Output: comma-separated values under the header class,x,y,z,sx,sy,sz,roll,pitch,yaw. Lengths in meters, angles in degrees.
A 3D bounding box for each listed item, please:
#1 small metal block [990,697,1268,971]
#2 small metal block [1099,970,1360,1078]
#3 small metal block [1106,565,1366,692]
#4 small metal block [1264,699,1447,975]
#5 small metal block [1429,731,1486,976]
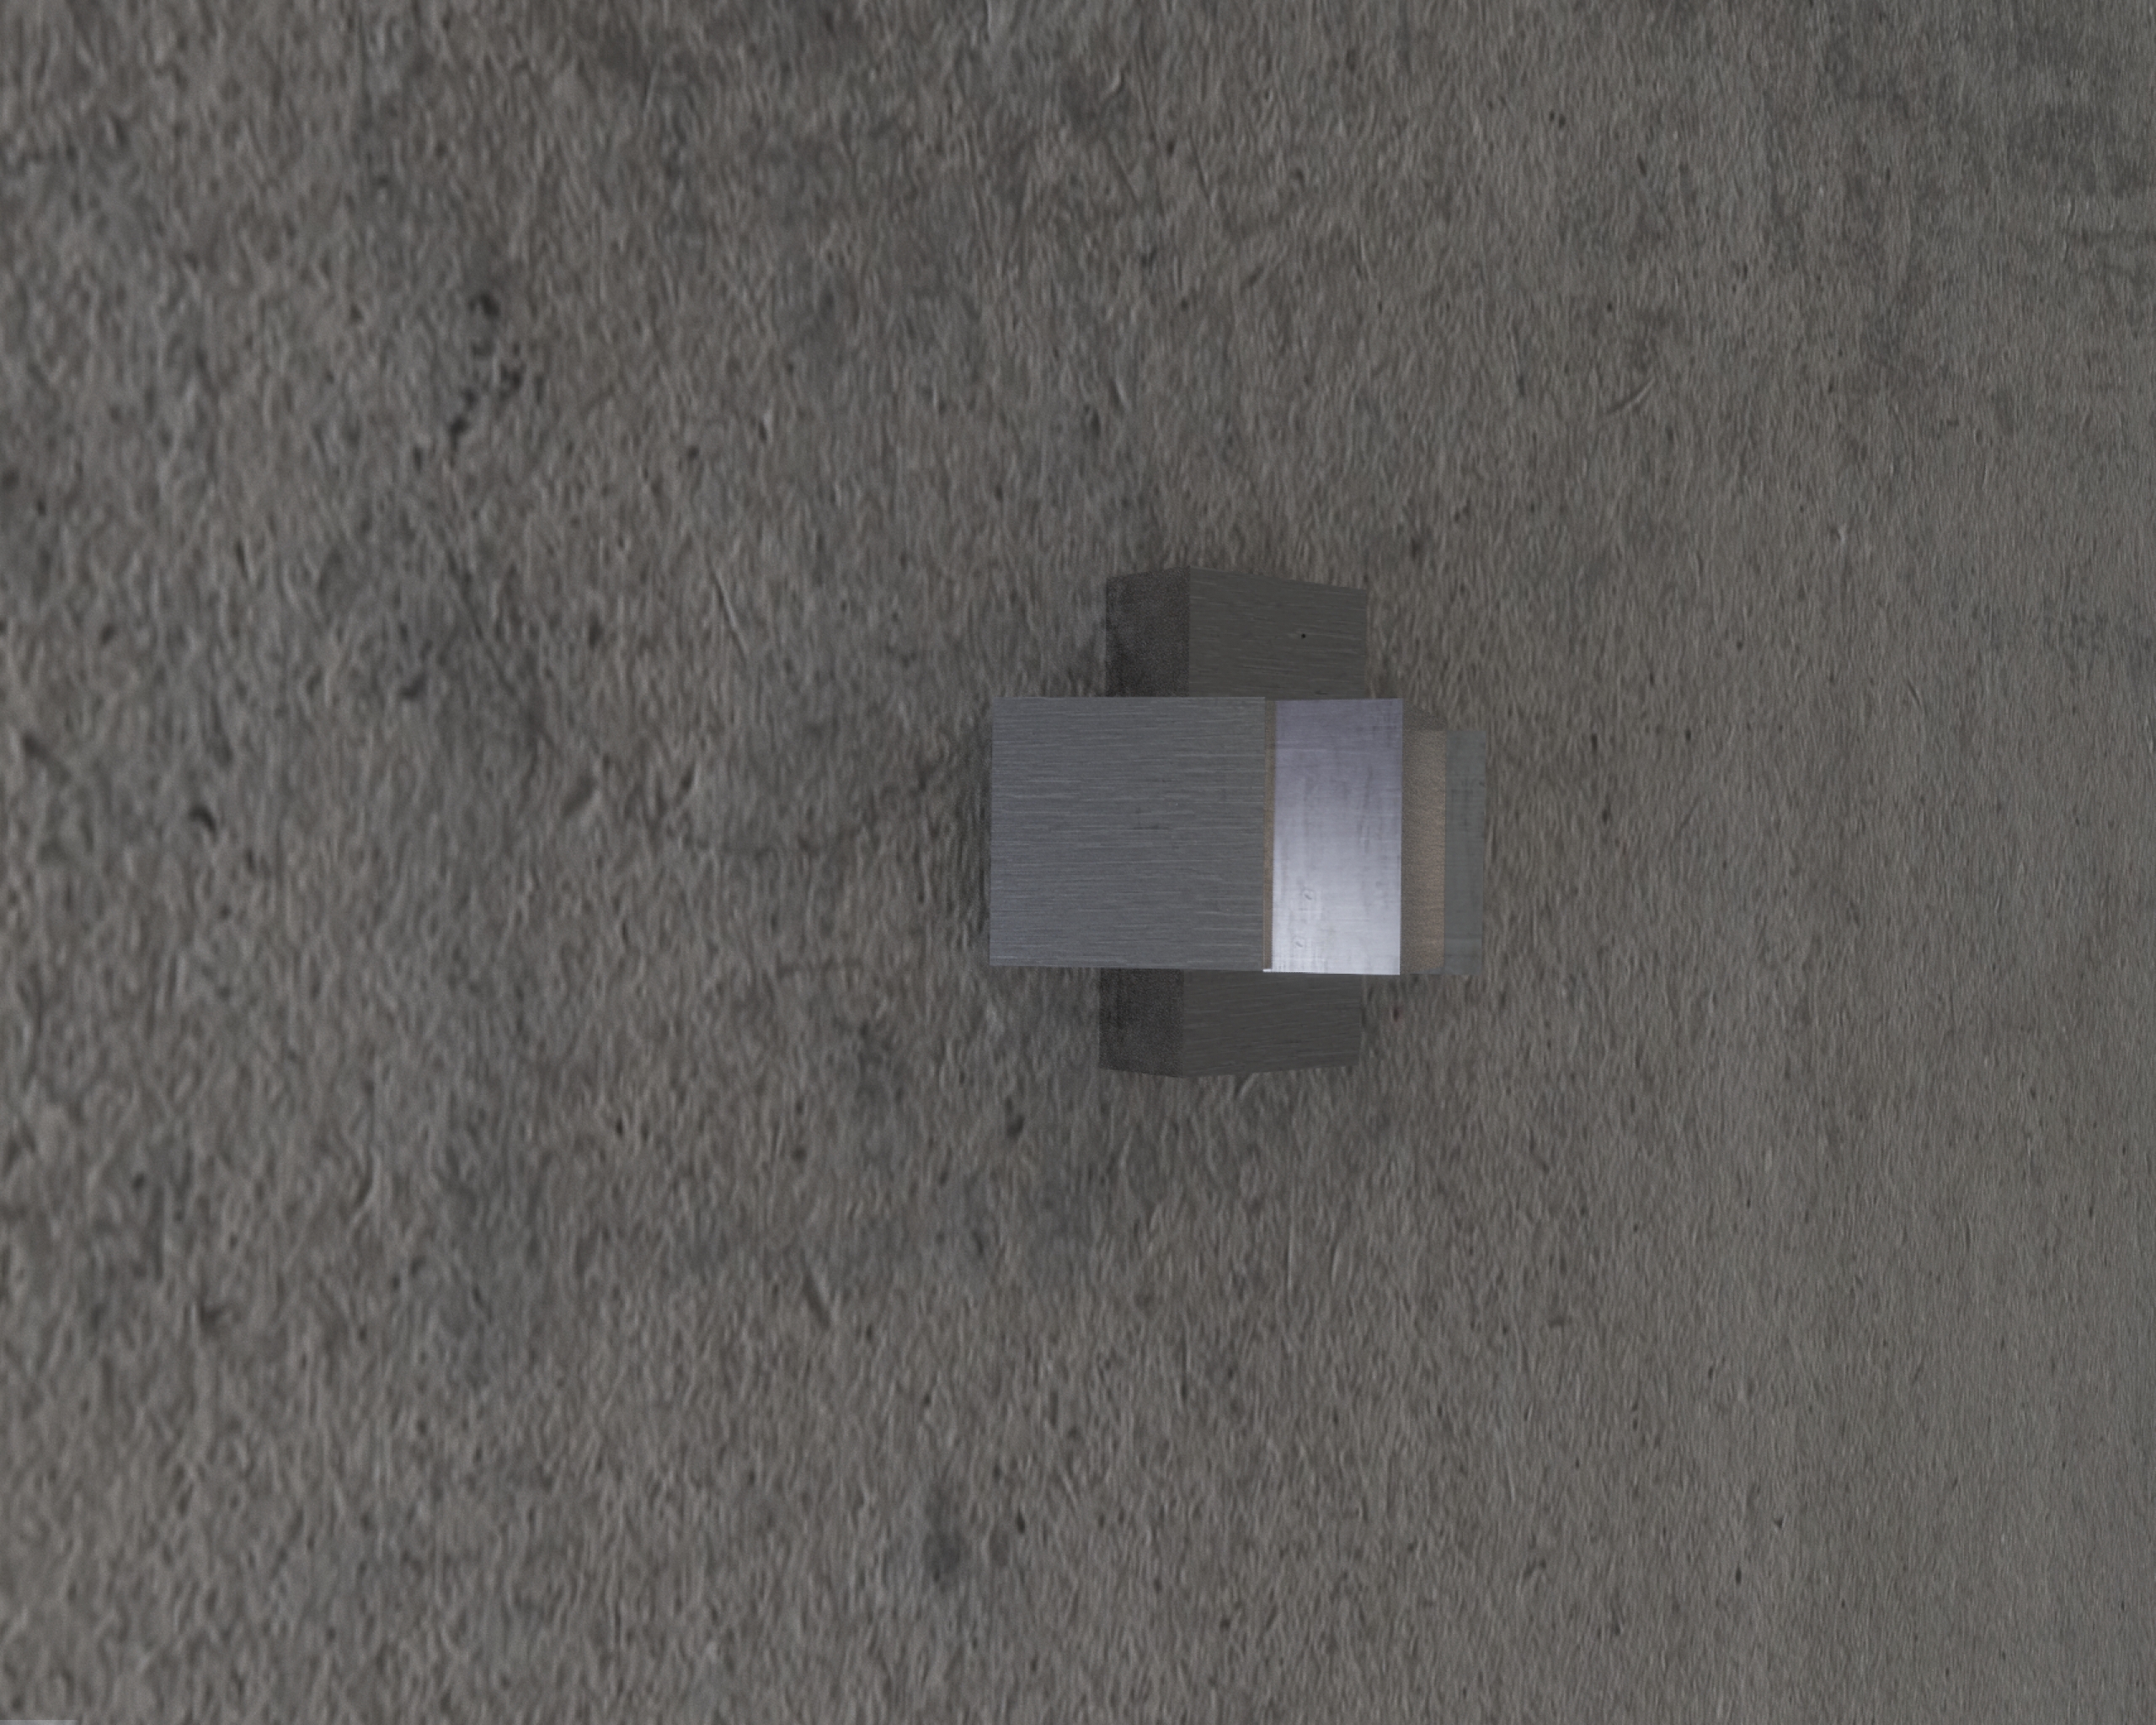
class,x,y,z,sx,sy,sz,roll,pitch,yaw
small metal block,0.011,-0.005,0.394,0.025,0.050,0.050,3,88,-82
small metal block,0.032,0.017,0.431,0.050,0.025,0.050,1,90,-40
small metal block,0.033,-0.033,0.432,0.050,0.025,0.050,1,89,-40
small metal block,0.054,-0.004,0.402,0.050,0.025,0.050,3,87,-71
small metal block,0.075,-0.002,0.450,0.050,0.025,0.050,5,86,-79
